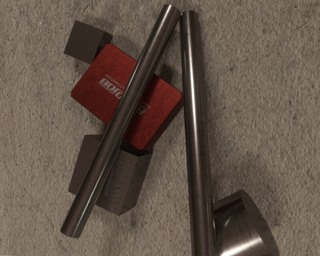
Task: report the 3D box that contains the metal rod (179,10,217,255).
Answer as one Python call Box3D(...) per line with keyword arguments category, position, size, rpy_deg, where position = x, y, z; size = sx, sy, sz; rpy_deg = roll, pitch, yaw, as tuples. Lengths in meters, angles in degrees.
Box3D(category="metal rod", position=(0.041, -0.001, 0.349), size=(0.025, 0.025, 0.299), rpy_deg=(-8, 70, 19))

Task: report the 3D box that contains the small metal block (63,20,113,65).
Box3D(category="small metal block", position=(-0.103, -0.120, 0.444), size=(0.050, 0.025, 0.050), rpy_deg=(25, 98, 18))

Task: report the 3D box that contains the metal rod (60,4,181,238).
Box3D(category="metal rod", position=(-0.046, -0.011, 0.378), size=(0.025, 0.025, 0.299), rpy_deg=(23, 87, 18))

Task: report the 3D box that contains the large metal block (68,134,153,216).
Box3D(category="large metal block", position=(-0.066, 0.059, 0.418), size=(0.080, 0.050, 0.080), rpy_deg=(20, 97, 18))

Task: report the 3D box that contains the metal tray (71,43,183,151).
Box3D(category="metal tray", position=(-0.043, -0.041, 0.412), size=(0.130, 0.030, 0.090), rpy_deg=(37, 92, 16))

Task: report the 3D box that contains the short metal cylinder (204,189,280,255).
Box3D(category="short metal cylinder", position=(0.090, 0.116, 0.348), size=(0.050, 0.080, 0.080), rpy_deg=(-32, 80, 17))
